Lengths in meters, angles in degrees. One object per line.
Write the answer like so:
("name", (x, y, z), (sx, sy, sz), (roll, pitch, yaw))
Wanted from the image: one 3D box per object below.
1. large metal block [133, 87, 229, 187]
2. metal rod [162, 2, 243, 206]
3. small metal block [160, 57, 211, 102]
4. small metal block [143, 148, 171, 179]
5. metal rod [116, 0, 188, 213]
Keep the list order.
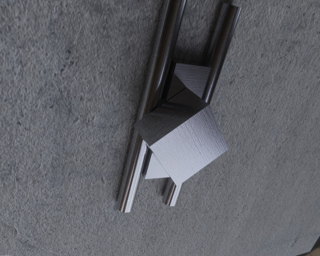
("large metal block", (0.027, 0.012, 0.381), (0.080, 0.050, 0.080), (-35, 129, -5))
("metal rod", (0.051, -0.015, 0.429), (0.025, 0.025, 0.298), (1, 118, -29))
("small metal block", (0.030, -0.059, 0.388), (0.050, 0.025, 0.050), (1, 118, -29))
("small metal block", (0.002, 0.043, 0.436), (0.050, 0.025, 0.050), (1, 118, -29))
("metal rod", (-0.016, -0.016, 0.392), (0.025, 0.025, 0.298), (1, 118, -29))
